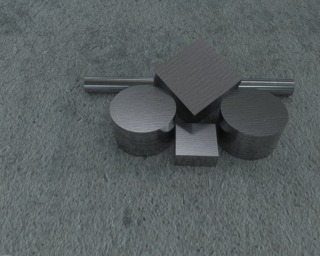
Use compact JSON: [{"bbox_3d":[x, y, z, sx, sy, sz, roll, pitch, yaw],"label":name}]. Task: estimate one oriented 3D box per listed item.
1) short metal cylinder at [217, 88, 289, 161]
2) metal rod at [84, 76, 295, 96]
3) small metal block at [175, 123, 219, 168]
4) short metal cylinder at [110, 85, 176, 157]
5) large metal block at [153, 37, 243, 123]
[{"bbox_3d":[0.114,-0.005,0.393,0.081,0.050,0.080,0,50,0],"label":"short metal cylinder"},{"bbox_3d":[0.042,-0.062,0.456,0.302,0.025,0.025,1,50,0],"label":"metal rod"},{"bbox_3d":[0.044,0.021,0.388,0.050,0.025,0.050,2,50,1],"label":"small metal block"},{"bbox_3d":[-0.021,-0.010,0.395,0.081,0.050,0.080,0,50,0],"label":"short metal cylinder"},{"bbox_3d":[0.048,-0.060,0.416,0.080,0.050,0.080,-37,75,-12],"label":"large metal block"}]
